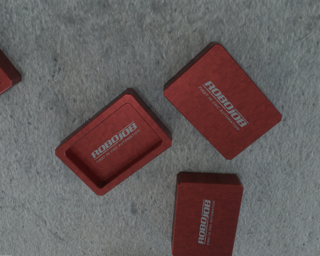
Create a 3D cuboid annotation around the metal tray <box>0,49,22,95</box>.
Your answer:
[{"bbox_3d":[-0.253,-0.061,0.381,0.130,0.030,0.090,-31,108,10],"label":"metal tray"}]

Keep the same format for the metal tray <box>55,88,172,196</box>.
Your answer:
[{"bbox_3d":[-0.060,0.021,0.413,0.130,0.030,0.090,-37,107,12],"label":"metal tray"}]

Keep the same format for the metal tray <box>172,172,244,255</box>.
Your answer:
[{"bbox_3d":[0.066,0.130,0.456,0.091,0.030,0.129,3,110,-2],"label":"metal tray"}]

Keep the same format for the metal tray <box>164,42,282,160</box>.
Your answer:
[{"bbox_3d":[0.079,-0.032,0.396,0.090,0.030,0.130,-42,105,13],"label":"metal tray"}]
